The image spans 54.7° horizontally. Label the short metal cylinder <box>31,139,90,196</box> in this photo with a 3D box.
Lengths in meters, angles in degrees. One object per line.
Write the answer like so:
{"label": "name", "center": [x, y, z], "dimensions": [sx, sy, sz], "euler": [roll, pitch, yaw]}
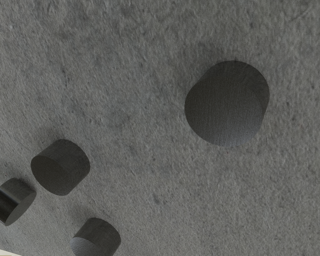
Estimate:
{"label": "short metal cylinder", "center": [-0.165, 0.065, 0.515], "dimensions": [0.080, 0.050, 0.079], "euler": [13, 124, 20]}

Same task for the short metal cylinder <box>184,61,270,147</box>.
{"label": "short metal cylinder", "center": [0.073, -0.027, 0.335], "dimensions": [0.080, 0.050, 0.079], "euler": [13, 124, 20]}

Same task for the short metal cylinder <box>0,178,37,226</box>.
{"label": "short metal cylinder", "center": [-0.294, 0.145, 0.613], "dimensions": [0.050, 0.080, 0.079], "euler": [36, 129, 4]}

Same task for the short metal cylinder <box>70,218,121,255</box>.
{"label": "short metal cylinder", "center": [-0.122, 0.218, 0.587], "dimensions": [0.080, 0.050, 0.079], "euler": [13, 124, 20]}
